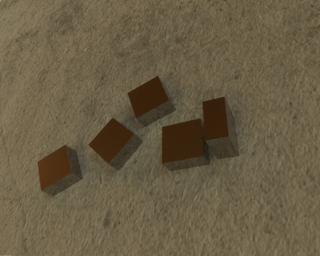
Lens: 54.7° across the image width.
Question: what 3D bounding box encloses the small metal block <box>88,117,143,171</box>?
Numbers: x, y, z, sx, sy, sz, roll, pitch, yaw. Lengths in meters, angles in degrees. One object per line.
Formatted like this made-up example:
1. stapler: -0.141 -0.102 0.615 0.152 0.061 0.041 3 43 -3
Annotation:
1. small metal block: -0.060 0.021 0.421 0.050 0.025 0.050 35 81 38

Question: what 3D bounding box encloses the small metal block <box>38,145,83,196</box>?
1. small metal block: -0.143 0.060 0.440 0.050 0.025 0.050 -31 52 7

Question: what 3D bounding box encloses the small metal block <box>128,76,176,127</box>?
1. small metal block: -0.012 -0.037 0.432 0.050 0.025 0.050 -29 52 9

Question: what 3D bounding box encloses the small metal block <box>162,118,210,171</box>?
1. small metal block: 0.031 0.021 0.374 0.050 0.025 0.050 -13 56 20

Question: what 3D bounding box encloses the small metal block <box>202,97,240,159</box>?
1. small metal block: 0.069 0.001 0.350 0.025 0.050 0.050 -12 57 21
